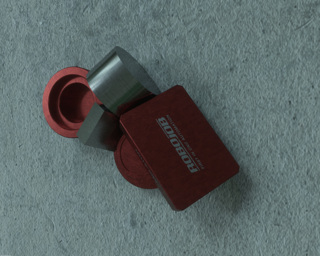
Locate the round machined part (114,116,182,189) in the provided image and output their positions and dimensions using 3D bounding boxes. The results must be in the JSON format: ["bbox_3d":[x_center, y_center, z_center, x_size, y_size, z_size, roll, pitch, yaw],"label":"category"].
[{"bbox_3d":[-0.018,0.032,0.406,0.098,0.042,0.097,0,90,19],"label":"round machined part"}]

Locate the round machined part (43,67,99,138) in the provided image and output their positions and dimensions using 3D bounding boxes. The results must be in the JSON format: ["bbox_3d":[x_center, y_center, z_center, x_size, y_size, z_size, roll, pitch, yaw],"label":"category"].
[{"bbox_3d":[-0.113,-0.035,0.439,0.098,0.042,0.097,0,90,19],"label":"round machined part"}]

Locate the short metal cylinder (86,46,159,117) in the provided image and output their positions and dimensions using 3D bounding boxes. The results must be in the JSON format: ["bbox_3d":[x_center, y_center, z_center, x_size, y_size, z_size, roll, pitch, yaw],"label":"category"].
[{"bbox_3d":[-0.046,-0.057,0.397,0.050,0.080,0.080,-39,78,16],"label":"short metal cylinder"}]

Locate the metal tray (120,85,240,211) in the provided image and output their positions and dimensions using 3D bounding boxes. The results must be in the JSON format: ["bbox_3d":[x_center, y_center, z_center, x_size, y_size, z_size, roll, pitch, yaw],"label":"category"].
[{"bbox_3d":[0.022,0.022,0.376,0.091,0.030,0.130,-31,79,-15],"label":"metal tray"}]

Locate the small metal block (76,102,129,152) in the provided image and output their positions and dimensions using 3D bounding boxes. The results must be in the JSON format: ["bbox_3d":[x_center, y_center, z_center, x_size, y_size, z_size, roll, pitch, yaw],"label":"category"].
[{"bbox_3d":[-0.071,0.000,0.402,0.025,0.050,0.050,41,104,40],"label":"small metal block"}]
